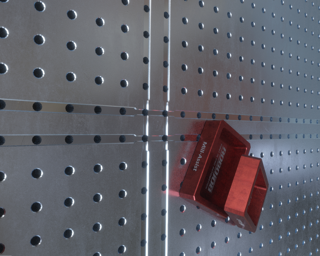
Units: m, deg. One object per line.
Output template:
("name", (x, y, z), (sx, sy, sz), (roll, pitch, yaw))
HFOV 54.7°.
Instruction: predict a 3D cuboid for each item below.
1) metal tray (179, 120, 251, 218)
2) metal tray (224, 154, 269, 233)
("metal tray", (0.090, 0.063, 0.483), (0.090, 0.030, 0.130), (36, 68, -35))
("metal tray", (0.143, 0.109, 0.497), (0.090, 0.030, 0.130), (-66, 148, -19))
